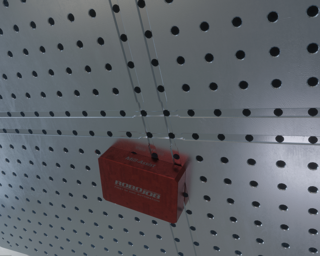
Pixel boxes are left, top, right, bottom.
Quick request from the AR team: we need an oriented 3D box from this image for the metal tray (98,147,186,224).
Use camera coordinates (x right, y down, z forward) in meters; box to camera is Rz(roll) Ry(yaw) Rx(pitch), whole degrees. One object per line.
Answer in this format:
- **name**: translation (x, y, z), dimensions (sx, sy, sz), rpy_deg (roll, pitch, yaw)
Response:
- **metal tray**: translation (-0.029, 0.087, 0.477), dimensions (0.130, 0.030, 0.089), rpy_deg (13, 124, 20)
